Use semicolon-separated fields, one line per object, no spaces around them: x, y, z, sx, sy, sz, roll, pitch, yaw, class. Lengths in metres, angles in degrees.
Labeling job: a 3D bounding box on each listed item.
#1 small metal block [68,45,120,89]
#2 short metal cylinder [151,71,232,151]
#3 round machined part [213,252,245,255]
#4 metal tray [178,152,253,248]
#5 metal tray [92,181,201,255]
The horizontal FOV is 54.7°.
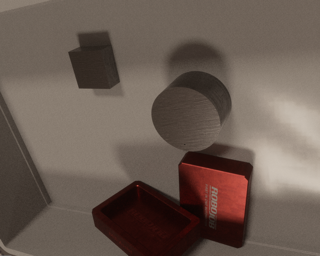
-0.085;-0.079;0.403;0.050;0.025;0.050;4;120;25;small metal block
0.037;-0.020;0.360;0.080;0.050;0.079;13;124;20;short metal cylinder
0.100;0.218;0.448;0.098;0.099;0.042;-6;101;30;round machined part
0.075;0.100;0.427;0.090;0.030;0.129;10;123;22;metal tray
-0.020;0.132;0.431;0.130;0.091;0.030;24;130;39;metal tray
